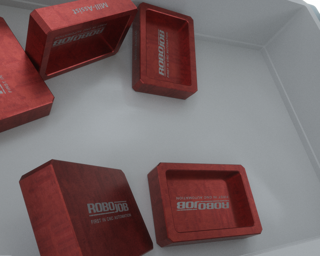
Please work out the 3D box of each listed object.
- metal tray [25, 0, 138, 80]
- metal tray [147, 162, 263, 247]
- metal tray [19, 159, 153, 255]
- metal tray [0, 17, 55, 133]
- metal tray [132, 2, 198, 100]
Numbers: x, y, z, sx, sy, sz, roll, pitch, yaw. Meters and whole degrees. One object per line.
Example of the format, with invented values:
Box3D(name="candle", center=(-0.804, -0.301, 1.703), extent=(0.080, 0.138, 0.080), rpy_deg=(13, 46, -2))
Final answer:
Box3D(name="metal tray", center=(-0.096, -0.113, 0.382), extent=(0.131, 0.090, 0.030), rpy_deg=(-33, 81, -38))
Box3D(name="metal tray", center=(0.055, 0.090, 0.378), extent=(0.131, 0.030, 0.090), rpy_deg=(5, 60, -26))
Box3D(name="metal tray", center=(-0.055, 0.079, 0.273), extent=(0.090, 0.030, 0.130), rpy_deg=(65, 11, 18))
Box3D(name="metal tray", center=(-0.189, -0.059, 0.337), extent=(0.091, 0.030, 0.130), rpy_deg=(-27, 77, -37))
Box3D(name="metal tray", center=(0.007, -0.113, 0.458), extent=(0.091, 0.030, 0.129), rpy_deg=(7, 71, -25))
